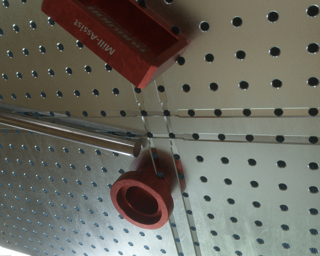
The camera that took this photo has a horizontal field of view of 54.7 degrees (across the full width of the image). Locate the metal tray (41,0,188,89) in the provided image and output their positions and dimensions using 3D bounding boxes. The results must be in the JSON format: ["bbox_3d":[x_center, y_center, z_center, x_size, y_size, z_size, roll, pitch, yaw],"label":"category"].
[{"bbox_3d":[-0.043,-0.106,0.325,0.130,0.090,0.030,39,129,1],"label":"metal tray"}]

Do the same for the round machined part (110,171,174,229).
[{"bbox_3d":[-0.024,0.105,0.478,0.098,0.042,0.097,13,124,21],"label":"round machined part"}]

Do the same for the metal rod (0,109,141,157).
[{"bbox_3d":[-0.170,0.002,0.502,0.301,0.025,0.025,12,123,22],"label":"metal rod"}]
